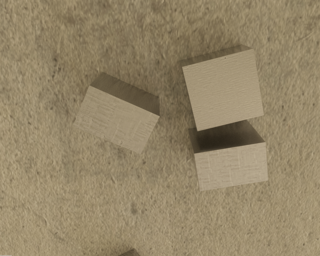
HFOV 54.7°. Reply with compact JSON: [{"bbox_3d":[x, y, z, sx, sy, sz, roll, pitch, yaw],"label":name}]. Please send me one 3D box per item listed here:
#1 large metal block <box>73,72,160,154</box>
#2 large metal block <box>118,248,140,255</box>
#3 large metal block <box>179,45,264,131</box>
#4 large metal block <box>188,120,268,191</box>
[{"bbox_3d":[-0.048,-0.021,0.372,0.080,0.080,0.050,24,108,-9],"label":"large metal block"},{"bbox_3d":[-0.056,0.251,0.488,0.080,0.050,0.080,-28,108,9],"label":"large metal block"},{"bbox_3d":[0.074,-0.050,0.379,0.080,0.050,0.080,-14,110,4],"label":"large metal block"},{"bbox_3d":[0.082,0.031,0.393,0.080,0.080,0.050,-10,110,3],"label":"large metal block"}]
